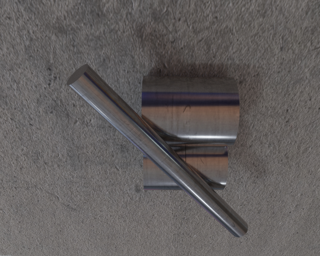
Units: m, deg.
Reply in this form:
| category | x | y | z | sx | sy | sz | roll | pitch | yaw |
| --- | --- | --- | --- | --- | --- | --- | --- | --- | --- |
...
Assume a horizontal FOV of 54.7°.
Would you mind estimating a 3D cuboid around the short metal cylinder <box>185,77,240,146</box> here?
| category | x | y | z | sx | sy | sz | roll | pitch | yaw |
| --- | --- | --- | --- | --- | --- | --- | --- | --- | --- |
| short metal cylinder | 0.056 | -0.019 | 0.357 | 0.050 | 0.080 | 0.079 | 1 | 130 | -1 |

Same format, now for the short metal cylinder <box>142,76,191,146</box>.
| category | x | y | z | sx | sy | sz | roll | pitch | yaw |
| --- | --- | --- | --- | --- | --- | --- | --- | --- | --- |
| short metal cylinder | 0.006 | -0.020 | 0.356 | 0.050 | 0.080 | 0.079 | 1 | 130 | -1 |

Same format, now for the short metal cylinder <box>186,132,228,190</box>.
| category | x | y | z | sx | sy | sz | roll | pitch | yaw |
| --- | --- | --- | --- | --- | --- | --- | --- | --- | --- |
| short metal cylinder | 0.056 | 0.042 | 0.409 | 0.050 | 0.080 | 0.079 | 1 | 130 | -1 |

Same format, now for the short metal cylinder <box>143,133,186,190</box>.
| category | x | y | z | sx | sy | sz | roll | pitch | yaw |
| --- | --- | --- | --- | --- | --- | --- | --- | --- | --- |
| short metal cylinder | 0.005 | 0.042 | 0.408 | 0.050 | 0.080 | 0.079 | 1 | 130 | -1 |

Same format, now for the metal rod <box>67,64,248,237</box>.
| category | x | y | z | sx | sy | sz | roll | pitch | yaw |
| --- | --- | --- | --- | --- | --- | --- | --- | --- | --- |
| metal rod | 0.019 | 0.046 | 0.343 | 0.025 | 0.025 | 0.300 | -30 | 125 | 22 |
